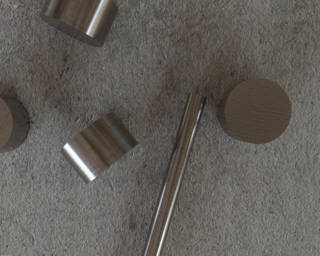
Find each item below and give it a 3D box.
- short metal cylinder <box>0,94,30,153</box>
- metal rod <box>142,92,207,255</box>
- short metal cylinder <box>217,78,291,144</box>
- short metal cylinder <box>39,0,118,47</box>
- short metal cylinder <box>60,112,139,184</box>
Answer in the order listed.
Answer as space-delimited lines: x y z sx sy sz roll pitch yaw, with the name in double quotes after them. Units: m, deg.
-0.217 -0.006 0.396 0.081 0.050 0.080 0 90 0 "short metal cylinder"
0.009 0.100 0.410 0.025 0.025 0.298 16 90 0 "metal rod"
0.119 -0.021 0.399 0.081 0.050 0.080 0 90 0 "short metal cylinder"
-0.098 -0.141 0.382 0.080 0.080 0.050 24 90 0 "short metal cylinder"
-0.073 0.024 0.382 0.080 0.080 0.050 -39 90 0 "short metal cylinder"
